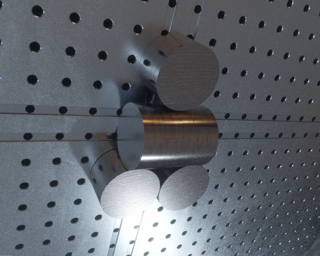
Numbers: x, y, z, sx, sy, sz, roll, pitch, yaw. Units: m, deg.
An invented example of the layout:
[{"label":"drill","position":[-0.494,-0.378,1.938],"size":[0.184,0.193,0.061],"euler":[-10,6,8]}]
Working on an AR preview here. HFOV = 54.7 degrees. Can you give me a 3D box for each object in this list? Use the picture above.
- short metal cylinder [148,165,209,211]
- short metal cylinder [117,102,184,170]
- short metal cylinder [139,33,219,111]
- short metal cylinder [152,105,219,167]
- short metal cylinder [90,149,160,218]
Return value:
[{"label":"short metal cylinder","position":[0.024,0.073,0.454],"size":[0.081,0.050,0.079],"euler":[-14,125,-21]},{"label":"short metal cylinder","position":[-0.014,0.010,0.376],"size":[0.050,0.080,0.079],"euler":[0,118,-29]},{"label":"short metal cylinder","position":[0.022,-0.067,0.367],"size":[0.081,0.050,0.079],"euler":[-14,125,-21]},{"label":"short metal cylinder","position":[0.030,0.009,0.400],"size":[0.050,0.080,0.079],"euler":[0,118,-29]},{"label":"short metal cylinder","position":[-0.047,0.073,0.415],"size":[0.081,0.050,0.079],"euler":[-14,125,-21]}]
